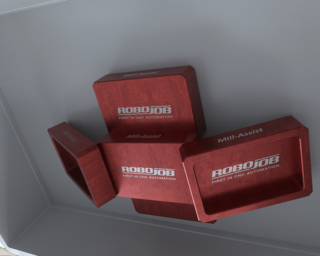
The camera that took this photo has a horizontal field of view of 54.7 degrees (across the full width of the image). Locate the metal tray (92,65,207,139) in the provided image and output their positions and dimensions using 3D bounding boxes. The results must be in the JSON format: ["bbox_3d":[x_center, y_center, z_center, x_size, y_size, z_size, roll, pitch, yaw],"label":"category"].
[{"bbox_3d":[-0.014,-0.026,0.393,0.130,0.030,0.089,-1,118,28],"label":"metal tray"}]

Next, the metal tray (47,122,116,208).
[{"bbox_3d":[-0.118,0.050,0.457,0.130,0.030,0.089,24,135,51],"label":"metal tray"}]

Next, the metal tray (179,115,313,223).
[{"bbox_3d":[0.095,0.047,0.342,0.131,0.030,0.089,-15,115,2],"label":"metal tray"}]

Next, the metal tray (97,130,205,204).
[{"bbox_3d":[-0.010,0.050,0.400,0.130,0.030,0.089,-1,118,28],"label":"metal tray"}]

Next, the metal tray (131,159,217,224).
[{"bbox_3d":[0.016,0.087,0.447,0.130,0.030,0.089,-1,118,28],"label":"metal tray"}]
